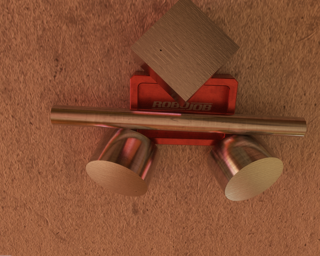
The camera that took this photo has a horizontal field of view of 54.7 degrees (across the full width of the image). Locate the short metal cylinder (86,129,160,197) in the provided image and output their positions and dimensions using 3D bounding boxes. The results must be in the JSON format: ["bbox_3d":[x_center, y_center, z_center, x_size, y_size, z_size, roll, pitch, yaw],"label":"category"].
[{"bbox_3d":[-0.046,0.045,0.394,0.080,0.050,0.080,13,143,11],"label":"short metal cylinder"}]

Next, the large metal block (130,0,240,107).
[{"bbox_3d":[0.026,-0.082,0.345,0.080,0.050,0.080,45,87,2],"label":"large metal block"}]

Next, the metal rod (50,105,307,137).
[{"bbox_3d":[0.023,-0.008,0.376,0.302,0.025,0.025,3,110,-2],"label":"metal rod"}]

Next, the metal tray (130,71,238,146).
[{"bbox_3d":[0.028,-0.025,0.400,0.131,0.030,0.089,2,110,-1],"label":"metal tray"}]

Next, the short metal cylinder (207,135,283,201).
[{"bbox_3d":[0.108,0.049,0.399,0.081,0.050,0.079,-14,135,-14],"label":"short metal cylinder"}]
